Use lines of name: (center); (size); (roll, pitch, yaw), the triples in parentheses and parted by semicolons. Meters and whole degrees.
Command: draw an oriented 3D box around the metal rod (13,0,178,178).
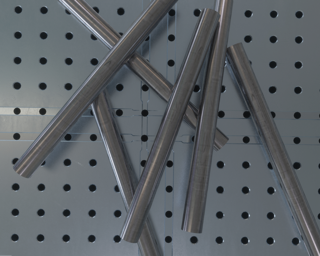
metal rod: (-0.076, -0.061, 0.386); (0.025, 0.025, 0.300); (40, 90, 0)

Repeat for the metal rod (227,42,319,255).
metal rod: (0.155, 0.030, 0.414); (0.025, 0.025, 0.299); (-23, 90, 0)

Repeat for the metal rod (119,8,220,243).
metal rod: (0.012, -0.003, 0.387); (0.025, 0.025, 0.299); (20, 90, 0)

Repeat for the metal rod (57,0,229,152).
metal rod: (-0.026, -0.081, 0.413); (0.300, 0.025, 0.025); (44, 90, 0)

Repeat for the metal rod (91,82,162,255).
metal rod: (-0.042, 0.079, 0.413); (0.025, 0.025, 0.299); (-19, 90, 0)

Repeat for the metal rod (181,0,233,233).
metal rod: (0.061, -0.024, 0.390); (0.025, 0.025, 0.299); (9, 81, 0)
